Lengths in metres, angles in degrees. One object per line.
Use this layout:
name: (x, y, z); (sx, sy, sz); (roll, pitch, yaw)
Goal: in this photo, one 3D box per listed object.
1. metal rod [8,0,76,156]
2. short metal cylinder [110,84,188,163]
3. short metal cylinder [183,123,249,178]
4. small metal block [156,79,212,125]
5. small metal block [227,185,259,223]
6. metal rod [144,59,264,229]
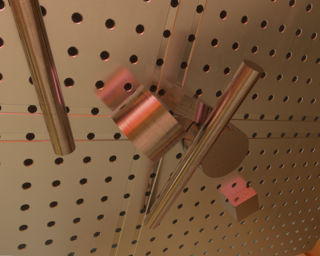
metal rod: (-0.120, -0.100, 0.283); (0.025, 0.025, 0.298); (-17, 125, -19)
short metal cylinder: (-0.013, -0.005, 0.365); (0.050, 0.080, 0.080); (-43, 130, 1)
short metal cylinder: (0.082, 0.026, 0.455); (0.081, 0.050, 0.079); (-15, 125, -22)
small metal block: (0.030, -0.033, 0.391); (0.050, 0.050, 0.025); (21, 107, -36)
small metal block: (0.158, 0.143, 0.586); (0.050, 0.025, 0.050); (-27, 128, -11)
metal rod: (0.043, 0.043, 0.415); (0.025, 0.025, 0.298); (4, 131, -31)
